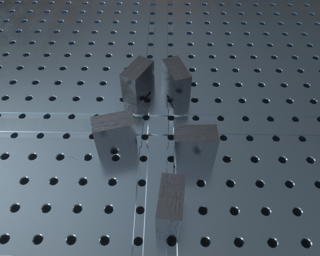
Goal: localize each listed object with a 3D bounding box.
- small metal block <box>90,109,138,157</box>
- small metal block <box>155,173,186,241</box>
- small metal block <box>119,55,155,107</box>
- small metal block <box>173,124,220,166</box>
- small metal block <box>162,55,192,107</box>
[{"bbox_3d":[-0.056,0.007,0.385,0.050,0.050,0.025,-11,51,-9],"label":"small metal block"},{"bbox_3d":[0.011,0.082,0.323,0.025,0.050,0.050,5,50,5],"label":"small metal block"},{"bbox_3d":[-0.032,-0.068,0.449,0.025,0.050,0.050,24,54,19],"label":"small metal block"},{"bbox_3d":[0.042,0.022,0.374,0.050,0.050,0.025,-1,50,-1],"label":"small metal block"},{"bbox_3d":[0.023,-0.068,0.449,0.025,0.050,0.050,-16,52,-13],"label":"small metal block"}]
